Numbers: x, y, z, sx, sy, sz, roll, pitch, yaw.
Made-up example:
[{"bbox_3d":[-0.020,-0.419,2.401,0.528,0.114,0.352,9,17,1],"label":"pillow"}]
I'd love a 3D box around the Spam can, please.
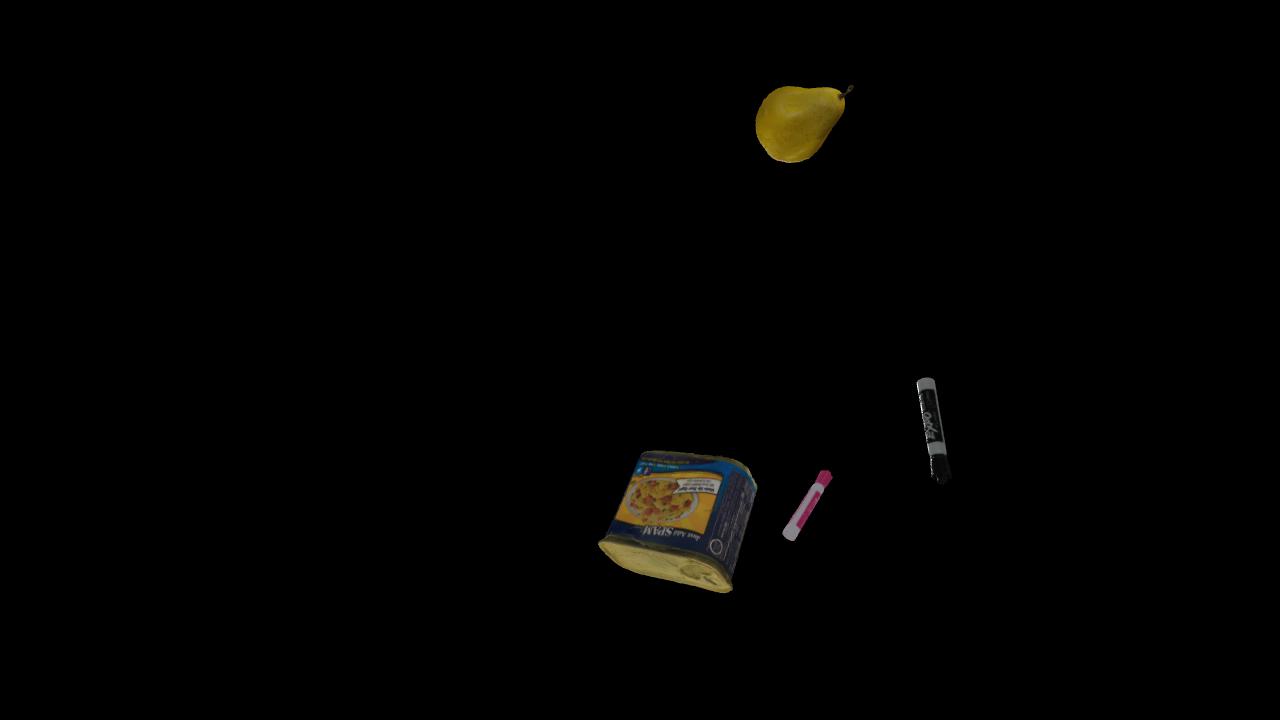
[{"bbox_3d":[0.031,0.120,0.473,0.101,0.085,0.058,0,-40,33],"label":"Spam can"}]

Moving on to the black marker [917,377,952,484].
[{"bbox_3d":[0.310,0.073,0.649,0.020,0.121,0.020,6,-35,4],"label":"black marker"}]

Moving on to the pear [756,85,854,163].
[{"bbox_3d":[0.179,-0.253,0.640,0.080,0.080,0.111,0,-3,-45],"label":"pear"}]

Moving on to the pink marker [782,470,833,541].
[{"bbox_3d":[0.231,0.196,0.842,0.020,0.020,0.121,0,37,49],"label":"pink marker"}]
